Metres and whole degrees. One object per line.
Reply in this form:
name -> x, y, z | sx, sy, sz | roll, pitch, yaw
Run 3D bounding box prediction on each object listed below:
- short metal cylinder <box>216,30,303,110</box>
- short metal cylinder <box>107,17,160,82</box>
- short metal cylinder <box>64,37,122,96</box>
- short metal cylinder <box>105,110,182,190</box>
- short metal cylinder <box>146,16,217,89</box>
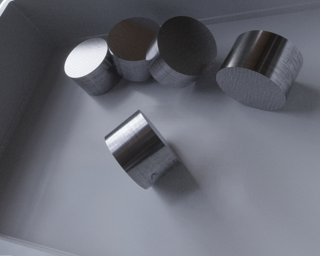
short metal cylinder -> 0.111, -0.063, 0.350 | 0.080, 0.080, 0.050 | 19, 72, 35
short metal cylinder -> -0.033, -0.116, 0.460 | 0.080, 0.050, 0.080 | -1, 65, 3
short metal cylinder -> -0.106, -0.100, 0.504 | 0.080, 0.050, 0.080 | -13, 56, 21
short metal cylinder -> -0.019, 0.025, 0.364 | 0.050, 0.080, 0.080 | -39, 51, 2
short metal cylinder -> 0.027, -0.098, 0.407 | 0.080, 0.080, 0.050 | -66, 12, -19
